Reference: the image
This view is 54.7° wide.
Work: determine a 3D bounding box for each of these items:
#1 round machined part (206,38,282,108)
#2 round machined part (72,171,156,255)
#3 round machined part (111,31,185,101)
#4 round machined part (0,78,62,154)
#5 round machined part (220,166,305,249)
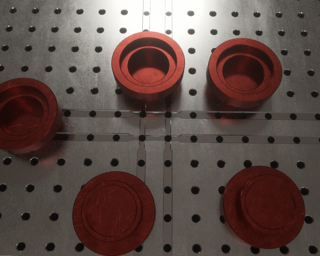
[{"bbox_3d":[0.113,-0.072,0.430,0.099,0.042,0.098,0,70,-1],"label":"round machined part"},{"bbox_3d":[-0.055,0.099,0.366,0.099,0.042,0.098,0,70,-1],"label":"round machined part"},{"bbox_3d":[-0.016,-0.082,0.433,0.099,0.042,0.098,0,70,-1],"label":"round machined part"},{"bbox_3d":[-0.177,-0.013,0.405,0.099,0.042,0.098,0,70,-1],"label":"round machined part"},{"bbox_3d":[0.125,0.093,0.370,0.099,0.042,0.098,0,70,-1],"label":"round machined part"}]
